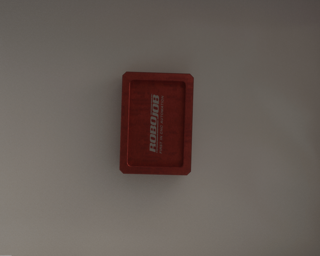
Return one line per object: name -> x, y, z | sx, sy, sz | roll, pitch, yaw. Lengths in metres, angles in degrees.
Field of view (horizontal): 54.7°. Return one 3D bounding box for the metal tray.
metal tray -> -0.004, -0.006, 0.406 | 0.091, 0.030, 0.129 | 2, 90, -1
